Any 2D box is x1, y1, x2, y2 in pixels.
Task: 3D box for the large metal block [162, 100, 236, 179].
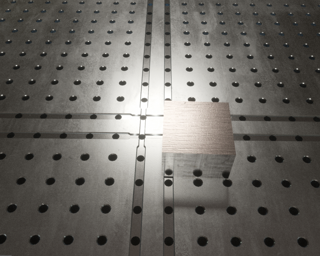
[{"bbox_3d":[0.044,0.013,0.381,0.081,0.050,0.080,2,50,1],"label":"large metal block"}]
